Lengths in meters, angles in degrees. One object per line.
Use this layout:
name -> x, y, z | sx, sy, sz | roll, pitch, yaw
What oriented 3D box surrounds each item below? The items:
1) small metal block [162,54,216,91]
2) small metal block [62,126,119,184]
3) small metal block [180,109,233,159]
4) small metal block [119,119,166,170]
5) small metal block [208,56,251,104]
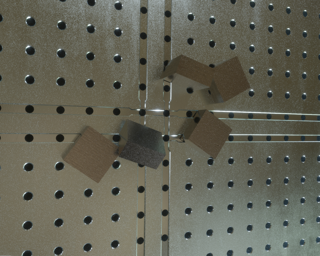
small metal block -> 0.037, -0.072, 0.414 | 0.050, 0.050, 0.025 | 19, 84, -20
small metal block -> -0.083, 0.032, 0.382 | 0.050, 0.025, 0.050 | 39, 78, -16
small metal block -> 0.066, 0.009, 0.438 | 0.050, 0.025, 0.050 | 36, 78, -17
small metal block -> -0.023, 0.020, 0.389 | 0.050, 0.050, 0.025 | 22, 117, -19
small metal block -> 0.096, -0.069, 0.449 | 0.050, 0.025, 0.050 | -29, 100, -18
